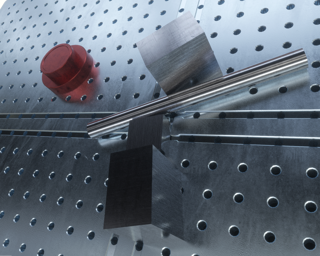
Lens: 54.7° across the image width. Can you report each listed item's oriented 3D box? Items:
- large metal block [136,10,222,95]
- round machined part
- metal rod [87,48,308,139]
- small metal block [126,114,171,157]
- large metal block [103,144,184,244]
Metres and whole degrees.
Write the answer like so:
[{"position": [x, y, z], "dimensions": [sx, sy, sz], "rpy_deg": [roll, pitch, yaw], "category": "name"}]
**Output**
[{"position": [0.027, -0.093, 0.416], "dimensions": [0.080, 0.080, 0.050], "rpy_deg": [-29, 52, 10], "category": "large metal block"}, {"position": [-0.175, -0.113, 0.559], "dimensions": [0.098, 0.042, 0.098], "rpy_deg": [-13, 56, 21], "category": "round machined part"}, {"position": [0.036, -0.040, 0.413], "dimensions": [0.301, 0.025, 0.025], "rpy_deg": [-18, 55, 17], "category": "metal rod"}, {"position": [-0.015, 0.013, 0.408], "dimensions": [0.050, 0.025, 0.050], "rpy_deg": [-10, 57, 23], "category": "small metal block"}, {"position": [-0.014, 0.075, 0.334], "dimensions": [0.050, 0.080, 0.080], "rpy_deg": [-13, 56, 21], "category": "large metal block"}]
